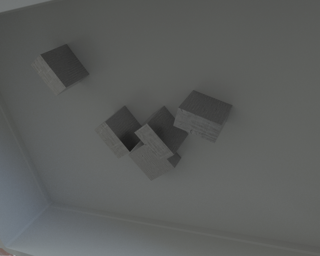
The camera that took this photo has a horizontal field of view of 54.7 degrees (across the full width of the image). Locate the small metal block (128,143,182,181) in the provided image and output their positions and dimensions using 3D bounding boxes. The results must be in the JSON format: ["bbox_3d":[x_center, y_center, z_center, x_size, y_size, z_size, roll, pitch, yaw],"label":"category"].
[{"bbox_3d":[-0.007,0.040,0.436,0.050,0.025,0.050,-35,99,38],"label":"small metal block"}]

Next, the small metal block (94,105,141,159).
[{"bbox_3d":[-0.052,0.005,0.421,0.025,0.050,0.050,-31,101,38],"label":"small metal block"}]

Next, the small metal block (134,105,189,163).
[{"bbox_3d":[0.003,0.007,0.394,0.025,0.050,0.050,-35,99,38],"label":"small metal block"}]

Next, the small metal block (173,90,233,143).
[{"bbox_3d":[0.050,-0.015,0.356,0.050,0.050,0.025,23,127,13],"label":"small metal block"}]

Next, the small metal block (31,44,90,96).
[{"bbox_3d":[-0.131,-0.078,0.412,0.025,0.050,0.050,-28,103,37],"label":"small metal block"}]
